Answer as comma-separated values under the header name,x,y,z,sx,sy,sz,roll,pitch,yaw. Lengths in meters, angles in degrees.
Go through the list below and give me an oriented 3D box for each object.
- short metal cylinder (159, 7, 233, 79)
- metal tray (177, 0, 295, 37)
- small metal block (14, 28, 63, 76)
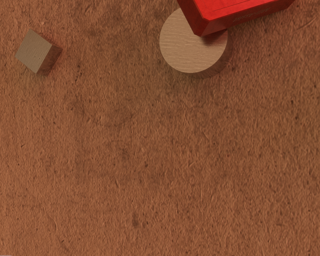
name,x,y,z,sx,sy,sz,roll,pitch,yaw
short metal cylinder,0.046,-0.103,0.379,0.080,0.050,0.079,0,90,20
metal tray,0.080,-0.162,0.341,0.131,0.030,0.090,-22,81,-17
small metal block,-0.186,-0.115,0.474,0.050,0.025,0.050,37,102,16
